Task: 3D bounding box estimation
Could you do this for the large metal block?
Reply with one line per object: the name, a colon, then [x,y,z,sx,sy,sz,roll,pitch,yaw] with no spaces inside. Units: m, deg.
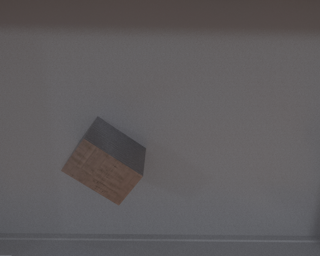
large metal block: [-0.067,0.039,0.396,0.080,0.080,0.050,35,106,-12]
